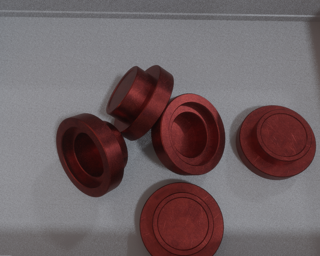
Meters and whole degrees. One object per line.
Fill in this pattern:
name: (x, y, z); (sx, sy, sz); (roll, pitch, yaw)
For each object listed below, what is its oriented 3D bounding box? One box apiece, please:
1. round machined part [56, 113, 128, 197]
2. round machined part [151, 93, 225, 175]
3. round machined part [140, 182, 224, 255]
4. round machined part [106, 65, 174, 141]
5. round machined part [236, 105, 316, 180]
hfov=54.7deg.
round machined part: (-0.077, 0.029, 0.370); (0.098, 0.097, 0.042); (49, 42, 15)
round machined part: (0.030, 0.009, 0.382); (0.099, 0.042, 0.097); (7, 78, -33)
round machined part: (0.026, 0.112, 0.360); (0.099, 0.042, 0.098); (0, 70, -1)
round machined part: (-0.030, -0.037, 0.381); (0.042, 0.098, 0.098); (31, 70, -23)
round machined part: (0.151, 0.015, 0.397); (0.099, 0.042, 0.098); (0, 70, -1)
